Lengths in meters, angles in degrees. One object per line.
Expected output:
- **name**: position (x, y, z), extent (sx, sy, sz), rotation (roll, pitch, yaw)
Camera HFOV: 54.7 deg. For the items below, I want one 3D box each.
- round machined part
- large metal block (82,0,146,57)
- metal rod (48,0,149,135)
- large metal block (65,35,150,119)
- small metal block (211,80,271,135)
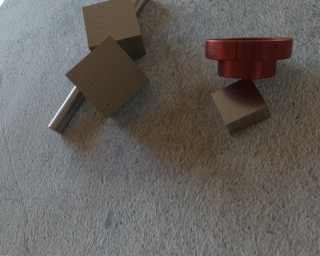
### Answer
- **round machined part**: position (0.103, -0.084, 0.368), extent (0.098, 0.099, 0.042), rotation (10, 111, 32)
- **large metal block**: position (-0.073, -0.156, 0.499), extent (0.080, 0.050, 0.080), rotation (-14, 68, 1)
- **metal rod**: position (-0.096, -0.122, 0.529), extent (0.025, 0.025, 0.300), rotation (17, 70, 35)
- **large metal block**: position (-0.072, -0.070, 0.441), extent (0.080, 0.080, 0.050), rotation (-42, 8, 0)
- **small metal block**: position (0.096, -0.027, 0.370), extent (0.050, 0.025, 0.050), rotation (-26, 53, 12)
